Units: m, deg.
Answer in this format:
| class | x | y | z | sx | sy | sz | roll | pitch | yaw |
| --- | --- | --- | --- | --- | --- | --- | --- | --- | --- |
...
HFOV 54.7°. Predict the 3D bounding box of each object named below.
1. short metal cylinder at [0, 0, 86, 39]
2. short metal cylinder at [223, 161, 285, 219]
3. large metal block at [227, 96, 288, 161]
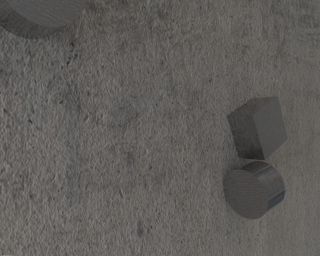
| class | x | y | z | sx | sy | sz | roll | pitch | yaw |
| --- | --- | --- | --- | --- | --- | --- | --- | --- | --- |
| short metal cylinder | -0.117 | -0.129 | 0.290 | 0.081 | 0.050 | 0.080 | 0 | 90 | -40 |
| short metal cylinder | 0.149 | 0.098 | 0.494 | 0.050 | 0.080 | 0.079 | -15 | 100 | -39 |
| large metal block | 0.168 | -0.001 | 0.529 | 0.081 | 0.050 | 0.080 | -31 | 110 | -36 |
